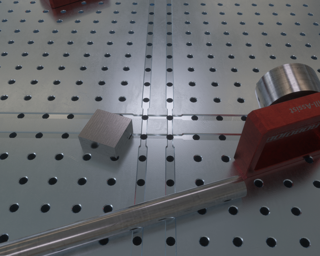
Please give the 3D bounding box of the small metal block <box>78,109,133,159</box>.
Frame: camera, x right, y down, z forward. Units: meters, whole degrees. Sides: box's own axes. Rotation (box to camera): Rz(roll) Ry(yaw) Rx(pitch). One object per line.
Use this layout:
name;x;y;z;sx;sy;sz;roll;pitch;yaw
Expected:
small metal block;-0.069;0.007;0.401;0.050;0.025;0.050;17;52;13

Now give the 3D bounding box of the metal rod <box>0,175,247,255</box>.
metal rod;-0.051;0.100;0.322;0.302;0.025;0.025;-14;52;-12

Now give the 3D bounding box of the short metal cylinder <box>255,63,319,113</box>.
short metal cylinder;0.171;-0.037;0.405;0.081;0.080;0.050;0;50;0

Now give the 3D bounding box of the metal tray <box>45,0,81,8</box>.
metal tray;-0.188;-0.305;0.659;0.131;0.030;0.090;-28;56;-22

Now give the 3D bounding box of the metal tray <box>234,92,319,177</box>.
metal tray;0.158;0.005;0.362;0.131;0.089;0.030;-15;52;-13
